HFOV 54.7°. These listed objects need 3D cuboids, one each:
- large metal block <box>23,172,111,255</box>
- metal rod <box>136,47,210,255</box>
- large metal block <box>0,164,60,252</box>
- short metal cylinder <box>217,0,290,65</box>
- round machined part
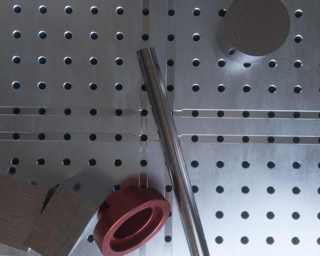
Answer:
[{"bbox_3d":[-0.110,0.108,0.385,0.050,0.080,0.080,32,90,1],"label":"large metal block"},{"bbox_3d":[0.019,0.041,0.413,0.025,0.025,0.298,-15,90,0],"label":"metal rod"},{"bbox_3d":[-0.186,0.100,0.399,0.080,0.050,0.080,18,90,0],"label":"large metal block"},{"bbox_3d":[0.118,-0.127,0.401,0.081,0.050,0.080,0,90,0],"label":"short metal cylinder"},{"bbox_3d":[-0.039,0.110,0.386,0.098,0.098,0.042,-45,54,0],"label":"round machined part"}]
